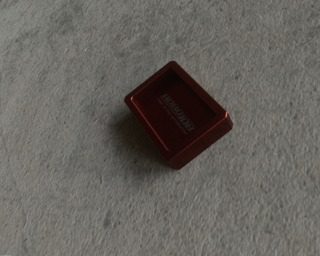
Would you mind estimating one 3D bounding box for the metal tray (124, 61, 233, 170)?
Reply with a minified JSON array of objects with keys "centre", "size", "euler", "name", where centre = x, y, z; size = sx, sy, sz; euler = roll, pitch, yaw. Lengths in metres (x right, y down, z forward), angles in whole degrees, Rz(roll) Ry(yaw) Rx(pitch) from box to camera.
[{"centre":[0.019,-0.021,0.402],"size":[0.090,0.030,0.130],"euler":[-38,51,2],"name":"metal tray"}]
